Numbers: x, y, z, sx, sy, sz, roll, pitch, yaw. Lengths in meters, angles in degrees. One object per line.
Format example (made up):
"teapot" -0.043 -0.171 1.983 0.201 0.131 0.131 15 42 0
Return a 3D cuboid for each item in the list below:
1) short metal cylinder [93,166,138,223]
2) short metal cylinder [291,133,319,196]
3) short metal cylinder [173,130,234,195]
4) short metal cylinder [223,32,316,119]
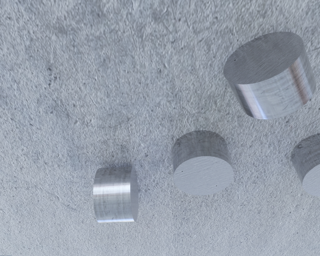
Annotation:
"short metal cylinder" -0.062 0.097 0.453 0.050 0.080 0.080 -4 130 3
"short metal cylinder" 0.234 0.052 0.437 0.081 0.050 0.079 0 130 0
"short metal cylinder" 0.058 0.049 0.433 0.081 0.050 0.079 0 130 0
"short metal cylinder" 0.114 -0.055 0.325 0.080 0.080 0.050 -24 126 19
